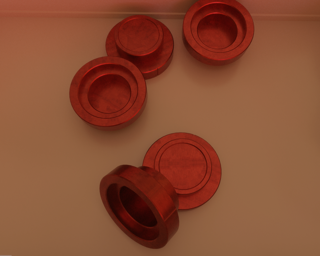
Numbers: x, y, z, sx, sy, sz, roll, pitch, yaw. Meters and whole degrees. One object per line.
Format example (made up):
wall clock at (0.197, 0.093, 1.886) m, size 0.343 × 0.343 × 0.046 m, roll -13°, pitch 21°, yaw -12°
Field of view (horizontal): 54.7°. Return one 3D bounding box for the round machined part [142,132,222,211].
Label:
round machined part at (0.027, 0.051, 0.382) m, size 0.099 × 0.042 × 0.098 m, roll 0°, pitch 70°, yaw 0°

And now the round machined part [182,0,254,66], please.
round machined part at (0.080, -0.135, 0.446) m, size 0.099 × 0.042 × 0.098 m, roll 0°, pitch 78°, yaw 0°

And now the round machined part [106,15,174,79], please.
round machined part at (-0.029, -0.122, 0.445) m, size 0.099 × 0.042 × 0.098 m, roll 0°, pitch 70°, yaw 0°

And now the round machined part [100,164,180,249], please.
round machined part at (-0.018, 0.082, 0.347) m, size 0.098 × 0.097 × 0.042 m, roll 42°, pitch 48°, yaw 13°

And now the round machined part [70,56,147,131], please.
round machined part at (-0.066, -0.043, 0.413) m, size 0.099 × 0.042 × 0.098 m, roll 0°, pitch 74°, yaw 1°
